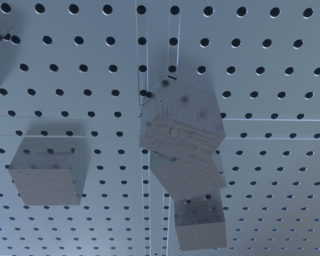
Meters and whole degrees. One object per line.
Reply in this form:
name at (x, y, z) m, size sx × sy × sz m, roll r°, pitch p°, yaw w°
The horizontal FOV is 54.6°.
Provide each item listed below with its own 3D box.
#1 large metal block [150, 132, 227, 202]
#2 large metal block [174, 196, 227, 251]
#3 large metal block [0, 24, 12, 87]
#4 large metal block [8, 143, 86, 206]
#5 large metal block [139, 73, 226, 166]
large metal block at (0.040, 0.052, 0.439) m, size 0.080 × 0.050 × 0.080 m, roll -20°, pitch 127°, yaw 16°
large metal block at (0.070, 0.167, 0.537) m, size 0.080 × 0.050 × 0.080 m, roll -8°, pitch 130°, yaw 6°
large metal block at (-0.213, -0.078, 0.327) m, size 0.080 × 0.050 × 0.080 m, roll 20°, pitch 127°, yaw -17°
large metal block at (-0.160, 0.068, 0.452) m, size 0.080 × 0.050 × 0.080 m, roll -1°, pitch 130°, yaw 0°
large metal block at (0.024, -0.011, 0.366) m, size 0.080 × 0.080 × 0.050 m, roll 18°, pitch 128°, yaw -15°
